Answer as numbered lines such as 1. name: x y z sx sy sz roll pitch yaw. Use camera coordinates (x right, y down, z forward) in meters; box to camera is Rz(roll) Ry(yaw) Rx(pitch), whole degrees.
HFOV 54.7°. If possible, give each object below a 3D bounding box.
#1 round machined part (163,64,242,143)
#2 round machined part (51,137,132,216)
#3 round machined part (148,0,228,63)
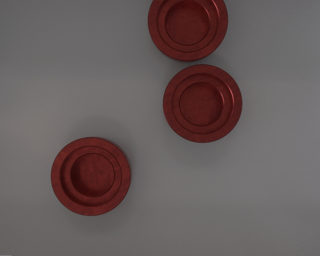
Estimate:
1. round machined part: 0.053 -0.030 0.403 0.099 0.042 0.097 0 90 0
2. round machined part: -0.086 0.060 0.402 0.099 0.042 0.097 0 90 0
3. round machined part: 0.035 -0.133 0.399 0.099 0.042 0.097 0 96 1
